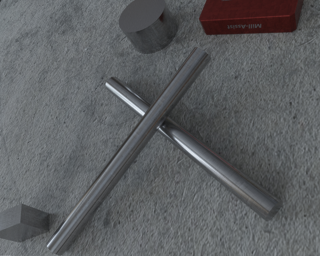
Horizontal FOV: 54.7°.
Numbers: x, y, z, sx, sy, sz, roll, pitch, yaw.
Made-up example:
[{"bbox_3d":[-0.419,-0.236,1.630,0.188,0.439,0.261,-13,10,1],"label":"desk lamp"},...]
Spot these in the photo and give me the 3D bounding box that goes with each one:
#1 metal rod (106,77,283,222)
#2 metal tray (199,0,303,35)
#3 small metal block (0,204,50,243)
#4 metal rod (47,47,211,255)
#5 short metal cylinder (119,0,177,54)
[{"bbox_3d":[0.018,0.006,0.389,0.025,0.025,0.300,-47,52,-5],"label":"metal rod"},{"bbox_3d":[0.131,-0.178,0.441,0.130,0.030,0.090,8,66,31],"label":"metal tray"},{"bbox_3d":[-0.182,0.125,0.404,0.050,0.050,0.025,-23,54,14],"label":"small metal block"},{"bbox_3d":[-0.037,0.028,0.380,0.025,0.025,0.299,37,90,38],"label":"metal rod"},{"bbox_3d":[-0.019,-0.167,0.498,0.080,0.050,0.080,-13,56,20],"label":"short metal cylinder"}]
